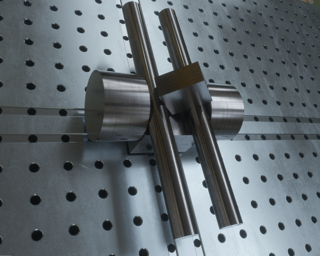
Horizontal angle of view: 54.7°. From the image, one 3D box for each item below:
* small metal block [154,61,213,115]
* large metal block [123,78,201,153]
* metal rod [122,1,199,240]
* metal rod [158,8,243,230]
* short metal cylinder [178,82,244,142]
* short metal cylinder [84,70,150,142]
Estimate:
[{"bbox_3d":[0.027,-0.043,0.348,0.050,0.050,0.025,-19,65,12],"label":"small metal block"},{"bbox_3d":[0.001,-0.015,0.397,0.081,0.050,0.080,1,61,-28],"label":"large metal block"},{"bbox_3d":[-0.007,-0.029,0.354,0.025,0.025,0.299,1,61,-28],"label":"metal rod"},{"bbox_3d":[0.042,-0.031,0.381,0.025,0.025,0.299,1,61,-28],"label":"metal rod"},{"bbox_3d":[0.066,-0.021,0.416,0.050,0.080,0.080,0,62,-27],"label":"short metal cylinder"},{"bbox_3d":[-0.051,-0.024,0.355,0.050,0.080,0.080,2,61,-28],"label":"short metal cylinder"}]
